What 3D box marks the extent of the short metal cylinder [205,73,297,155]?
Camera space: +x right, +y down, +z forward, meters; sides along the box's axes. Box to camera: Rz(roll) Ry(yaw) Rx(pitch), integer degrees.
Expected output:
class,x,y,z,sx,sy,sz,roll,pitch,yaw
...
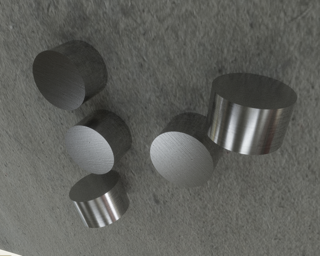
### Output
class,x,y,z,sx,sy,sz,roll,pitch,yaw
short metal cylinder,0.089,-0.017,0.313,0.080,0.080,0.050,16,125,18

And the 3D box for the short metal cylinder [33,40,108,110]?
class,x,y,z,sx,sy,sz,roll,pitch,yaw
short metal cylinder,-0.117,-0.070,0.407,0.080,0.050,0.079,13,124,20

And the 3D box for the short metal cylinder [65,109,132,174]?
class,x,y,z,sx,sy,sz,roll,pitch,yaw
short metal cylinder,-0.088,0.020,0.447,0.080,0.050,0.079,13,124,20

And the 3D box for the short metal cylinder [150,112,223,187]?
class,x,y,z,sx,sy,sz,roll,pitch,yaw
short metal cylinder,0.035,0.027,0.388,0.080,0.050,0.079,13,124,20

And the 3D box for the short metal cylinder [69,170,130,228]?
class,x,y,z,sx,sy,sz,roll,pitch,yaw
short metal cylinder,-0.094,0.109,0.486,0.080,0.080,0.050,-4,117,29
